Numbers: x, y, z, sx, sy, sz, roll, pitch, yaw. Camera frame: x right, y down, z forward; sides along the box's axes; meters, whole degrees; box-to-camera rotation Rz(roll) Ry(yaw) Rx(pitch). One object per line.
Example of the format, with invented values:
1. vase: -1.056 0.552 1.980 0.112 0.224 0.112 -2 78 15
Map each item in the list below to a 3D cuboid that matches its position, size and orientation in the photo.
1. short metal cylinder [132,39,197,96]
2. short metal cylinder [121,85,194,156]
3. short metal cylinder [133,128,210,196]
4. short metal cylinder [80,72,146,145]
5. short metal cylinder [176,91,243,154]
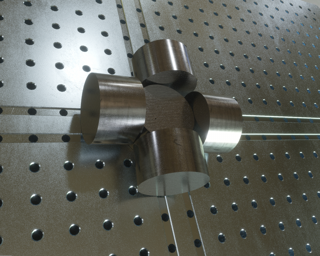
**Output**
1. short metal cylinder: 0.005 -0.073 0.419 0.081 0.080 0.050 3 60 -27
2. short metal cylinder: -0.004 -0.008 0.395 0.081 0.050 0.080 14 55 -22
3. short metal cylinder: 0.012 0.041 0.353 0.081 0.080 0.050 6 59 -25
4. short metal cylinder: -0.056 -0.021 0.355 0.050 0.080 0.080 2 61 -28
5. short metal cylinder: 0.063 -0.006 0.411 0.050 0.080 0.080 4 60 -27
